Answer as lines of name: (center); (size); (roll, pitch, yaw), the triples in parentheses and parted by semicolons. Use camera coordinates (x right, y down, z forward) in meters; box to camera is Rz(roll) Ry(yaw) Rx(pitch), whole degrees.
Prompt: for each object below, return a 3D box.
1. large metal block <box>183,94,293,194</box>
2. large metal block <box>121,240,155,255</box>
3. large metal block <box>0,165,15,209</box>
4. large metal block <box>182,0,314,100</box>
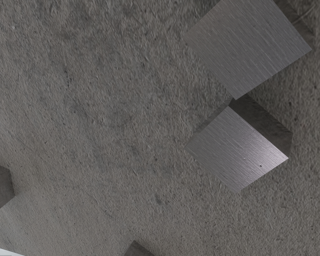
large metal block: (0.088, 0.015, 0.353); (0.080, 0.050, 0.080); (41, 129, 0)
large metal block: (-0.043, 0.270, 0.581); (0.080, 0.050, 0.079); (36, 129, 4)
large metal block: (-0.363, 0.118, 0.655); (0.080, 0.050, 0.079); (20, 126, 16)
large metal block: (0.083, -0.087, 0.293); (0.080, 0.050, 0.080); (48, 129, -6)
